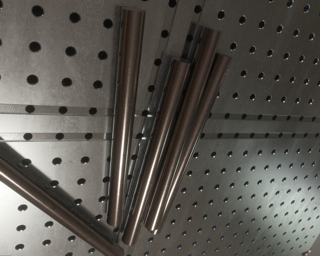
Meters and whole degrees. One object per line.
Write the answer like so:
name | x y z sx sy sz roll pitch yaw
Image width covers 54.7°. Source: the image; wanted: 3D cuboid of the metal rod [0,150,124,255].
metal rod | -0.132 0.108 0.406 0.025 0.025 0.299 -37 130 -4

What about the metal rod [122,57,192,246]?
metal rod | -0.011 0.048 0.436 0.025 0.025 0.298 2 118 -30

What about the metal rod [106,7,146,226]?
metal rod | -0.047 0.007 0.390 0.025 0.025 0.298 -6 121 -26

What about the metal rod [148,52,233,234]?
metal rod | 0.036 0.036 0.454 0.025 0.025 0.298 5 116 -31

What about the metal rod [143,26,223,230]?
metal rod | 0.025 0.015 0.425 0.025 0.025 0.298 3 114 -31
